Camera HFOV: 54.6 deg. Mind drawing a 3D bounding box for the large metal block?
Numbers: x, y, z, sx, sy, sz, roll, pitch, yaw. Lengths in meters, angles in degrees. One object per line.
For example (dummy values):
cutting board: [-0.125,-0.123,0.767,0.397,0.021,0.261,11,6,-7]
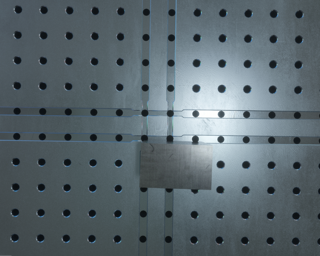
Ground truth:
large metal block: [0.018,0.043,0.386,0.080,0.080,0.050,2,90,0]
